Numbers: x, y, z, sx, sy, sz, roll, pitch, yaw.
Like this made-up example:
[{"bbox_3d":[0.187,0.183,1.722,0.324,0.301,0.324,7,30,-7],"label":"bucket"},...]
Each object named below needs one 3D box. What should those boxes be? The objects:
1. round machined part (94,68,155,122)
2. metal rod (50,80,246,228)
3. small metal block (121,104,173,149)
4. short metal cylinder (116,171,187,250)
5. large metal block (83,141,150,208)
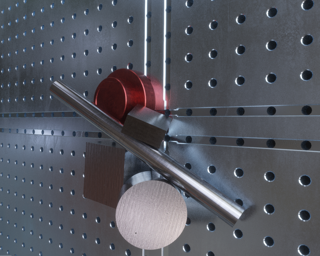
[{"bbox_3d":[-0.057,-0.037,0.443,0.098,0.042,0.097,0,90,39],"label":"round machined part"},{"bbox_3d":[-0.031,0.020,0.390,0.300,0.025,0.025,34,111,21],"label":"metal rod"},{"bbox_3d":[-0.015,-0.004,0.391,0.050,0.050,0.025,23,111,2],"label":"small metal block"},{"bbox_3d":[-0.011,0.096,0.373,0.081,0.050,0.079,0,94,-5],"label":"short metal cylinder"},{"bbox_3d":[-0.061,0.063,0.438,0.080,0.050,0.079,6,94,39],"label":"large metal block"}]
